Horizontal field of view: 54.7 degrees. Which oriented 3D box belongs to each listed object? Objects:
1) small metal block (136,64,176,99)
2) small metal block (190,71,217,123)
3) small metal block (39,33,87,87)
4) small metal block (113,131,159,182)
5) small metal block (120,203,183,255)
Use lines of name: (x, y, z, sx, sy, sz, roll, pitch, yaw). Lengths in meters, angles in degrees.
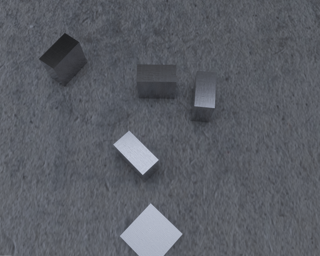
small metal block: (-0.004, -0.062, 0.417, 0.050, 0.050, 0.025, 1, 70, 0)
small metal block: (0.057, -0.040, 0.410, 0.025, 0.050, 0.050, 6, 70, 2)
small metal block: (-0.132, -0.093, 0.427, 0.025, 0.050, 0.050, 34, 73, 11)
small metal block: (-0.028, 0.036, 0.381, 0.025, 0.050, 0.050, -43, 76, -14)
small metal block: (-0.010, 0.125, 0.362, 0.050, 0.025, 0.050, 42, 75, 13)
